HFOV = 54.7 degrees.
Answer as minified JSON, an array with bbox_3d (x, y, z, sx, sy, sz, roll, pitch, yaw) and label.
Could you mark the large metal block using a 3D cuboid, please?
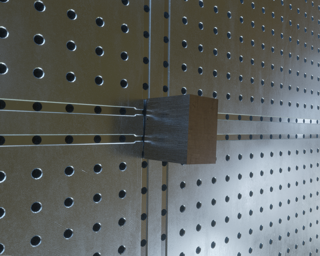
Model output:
[{"bbox_3d":[0.025,0.002,0.395,0.050,0.080,0.080,4,87,-40],"label":"large metal block"}]
